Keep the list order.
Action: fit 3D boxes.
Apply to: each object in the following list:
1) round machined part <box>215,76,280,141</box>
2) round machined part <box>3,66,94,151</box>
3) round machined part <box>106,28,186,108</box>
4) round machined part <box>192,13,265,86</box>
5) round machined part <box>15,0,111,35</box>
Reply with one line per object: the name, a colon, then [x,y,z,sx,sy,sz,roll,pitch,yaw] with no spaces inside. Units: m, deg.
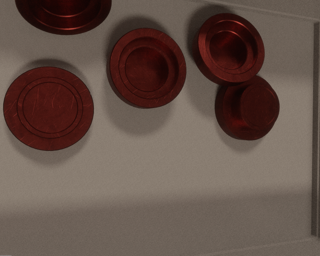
round machined part: [0.134,-0.030,0.453,0.099,0.042,0.097,0,90,-21]
round machined part: [-0.125,-0.022,0.356,0.099,0.042,0.097,0,90,-21]
round machined part: [-0.020,-0.073,0.395,0.099,0.042,0.097,0,90,-21]
round machined part: [0.091,-0.104,0.430,0.099,0.042,0.097,3,80,-15]
round machined part: [-0.105,-0.151,0.338,0.099,0.098,0.042,-5,67,-20]
